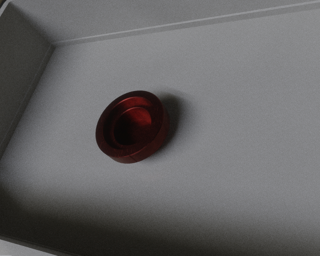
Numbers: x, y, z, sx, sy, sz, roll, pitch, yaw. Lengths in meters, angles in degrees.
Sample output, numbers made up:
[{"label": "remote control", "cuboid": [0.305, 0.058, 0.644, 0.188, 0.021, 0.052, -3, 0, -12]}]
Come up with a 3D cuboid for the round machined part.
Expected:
[{"label": "round machined part", "cuboid": [-0.032, 0.002, 0.409, 0.098, 0.042, 0.098, -13, 56, 20]}]
